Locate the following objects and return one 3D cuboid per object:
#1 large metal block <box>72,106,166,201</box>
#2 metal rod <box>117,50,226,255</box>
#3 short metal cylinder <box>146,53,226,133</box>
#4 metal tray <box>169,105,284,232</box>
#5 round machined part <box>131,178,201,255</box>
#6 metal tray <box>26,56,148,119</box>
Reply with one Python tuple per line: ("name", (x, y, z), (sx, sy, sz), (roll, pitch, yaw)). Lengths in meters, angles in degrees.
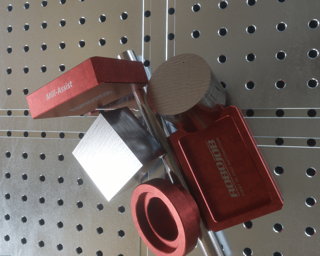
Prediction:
("large metal block", (-0.053, 0.032, 0.395), (0.080, 0.050, 0.080), (50, 123, 13))
("metal rod", (0.013, 0.035, 0.403), (0.025, 0.025, 0.299), (-27, 81, 18))
("short metal cylinder", (0.031, -0.041, 0.369), (0.080, 0.050, 0.080), (-14, 60, 25))
("metal tray", (0.079, 0.049, 0.378), (0.090, 0.030, 0.129), (-26, 82, 18))
("round machined part", (0.011, 0.108, 0.381), (0.098, 0.042, 0.097), (20, 118, 44))
("metal tray", (-0.091, -0.047, 0.391), (0.130, 0.091, 0.030), (-20, 85, 33))
